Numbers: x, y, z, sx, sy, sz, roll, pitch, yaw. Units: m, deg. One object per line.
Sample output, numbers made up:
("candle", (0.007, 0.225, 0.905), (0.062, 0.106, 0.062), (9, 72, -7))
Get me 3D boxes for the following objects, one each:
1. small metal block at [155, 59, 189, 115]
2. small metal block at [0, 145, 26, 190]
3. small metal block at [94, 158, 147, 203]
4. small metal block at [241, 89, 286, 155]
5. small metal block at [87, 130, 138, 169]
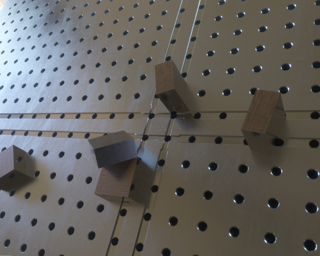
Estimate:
("small metal block", (0.016, -0.054, 0.418), (0.025, 0.050, 0.050), (-16, 55, 19))
("small metal block", (-0.247, 0.063, 0.501), (0.050, 0.025, 0.050), (-30, 52, 8))
("small metal block", (-0.049, 0.065, 0.395), (0.050, 0.025, 0.050), (-2, 61, 27))
("small metal block", (0.114, -0.006, 0.337), (0.025, 0.050, 0.050), (13, 69, 34))
("small metal block", (-0.062, 0.026, 0.399), (0.050, 0.025, 0.050), (-15, 16, -18))
